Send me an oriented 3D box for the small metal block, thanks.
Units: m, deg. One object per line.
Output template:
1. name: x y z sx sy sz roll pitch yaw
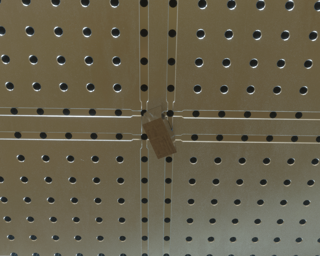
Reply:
1. small metal block: 0.000 0.004 0.401 0.025 0.050 0.050 -21 109 7
